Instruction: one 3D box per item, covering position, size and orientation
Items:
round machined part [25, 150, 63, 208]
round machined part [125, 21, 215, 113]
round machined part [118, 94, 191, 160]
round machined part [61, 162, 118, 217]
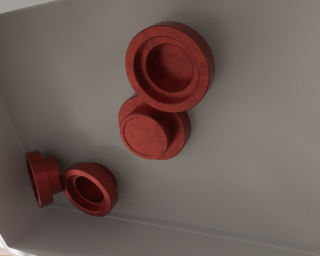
[{"bbox_3d":[-0.198,0.084,0.535,0.098,0.042,0.097,34,131,51],"label":"round machined part"},{"bbox_3d":[0.014,-0.070,0.347,0.098,0.042,0.097,13,124,21],"label":"round machined part"},{"bbox_3d":[-0.013,0.002,0.406,0.098,0.042,0.097,13,124,21],"label":"round machined part"},{"bbox_3d":[-0.112,0.097,0.517,0.098,0.042,0.097,13,124,21],"label":"round machined part"}]
